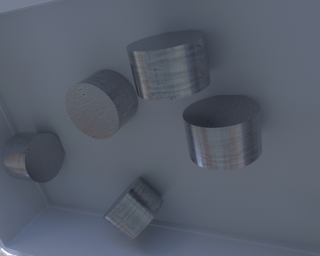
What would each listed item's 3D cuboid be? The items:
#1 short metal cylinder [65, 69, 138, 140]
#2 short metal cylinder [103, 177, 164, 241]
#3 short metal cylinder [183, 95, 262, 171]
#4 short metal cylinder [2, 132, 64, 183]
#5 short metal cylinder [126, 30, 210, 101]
[{"bbox_3d":[-0.077,-0.032,0.412,0.080,0.050,0.079,13,124,20],"label":"short metal cylinder"},{"bbox_3d":[-0.040,0.121,0.467,0.050,0.080,0.080,42,129,-1],"label":"short metal cylinder"},{"bbox_3d":[0.068,0.003,0.338,0.080,0.080,0.050,2,120,26],"label":"short metal cylinder"},{"bbox_3d":[-0.206,0.047,0.508,0.050,0.080,0.079,2,120,27],"label":"short metal cylinder"},{"bbox_3d":[0.010,-0.068,0.325,0.080,0.080,0.050,3,120,26],"label":"short metal cylinder"}]
